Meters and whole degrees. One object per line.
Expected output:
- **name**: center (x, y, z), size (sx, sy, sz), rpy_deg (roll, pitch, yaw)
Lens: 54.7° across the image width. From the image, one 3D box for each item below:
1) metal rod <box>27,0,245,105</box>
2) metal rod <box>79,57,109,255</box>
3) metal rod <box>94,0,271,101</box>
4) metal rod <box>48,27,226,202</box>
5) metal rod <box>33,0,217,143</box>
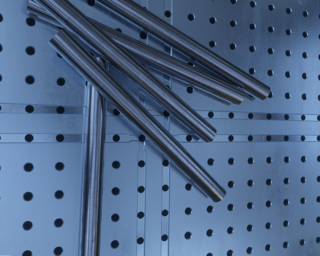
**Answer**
- **metal rod**: center (-0.016, -0.095, 0.407), size (0.302, 0.025, 0.025), rpy_deg (21, 83, -19)
- **metal rod**: center (-0.082, 0.064, 0.382), size (0.025, 0.025, 0.298), rpy_deg (3, 89, -20)
- **metal rod**: center (0.031, -0.116, 0.425), size (0.301, 0.025, 0.025), rpy_deg (26, 81, -19)
- **metal rod**: center (-0.014, -0.002, 0.390), size (0.300, 0.025, 0.025), rpy_deg (45, 76, -22)
- **metal rod**: center (-0.038, -0.075, 0.381), size (0.301, 0.025, 0.025), rpy_deg (38, 78, -23)
